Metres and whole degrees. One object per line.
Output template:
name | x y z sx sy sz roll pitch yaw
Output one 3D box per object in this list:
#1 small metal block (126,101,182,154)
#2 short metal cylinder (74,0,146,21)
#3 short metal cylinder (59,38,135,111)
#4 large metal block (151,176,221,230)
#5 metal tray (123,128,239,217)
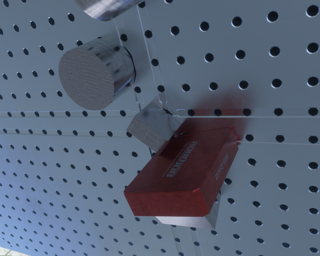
small metal block | -0.006 -0.002 0.397 0.050 0.050 0.025 36 126 4
short metal cylinder | -0.051 -0.155 0.307 0.050 0.080 0.080 -15 111 34
short metal cylinder | -0.080 -0.069 0.395 0.080 0.050 0.079 13 124 21
large metal block | 0.029 0.094 0.420 0.080 0.050 0.080 -3 141 29
metal tray | 0.029 0.047 0.356 0.090 0.131 0.030 -9 112 32
